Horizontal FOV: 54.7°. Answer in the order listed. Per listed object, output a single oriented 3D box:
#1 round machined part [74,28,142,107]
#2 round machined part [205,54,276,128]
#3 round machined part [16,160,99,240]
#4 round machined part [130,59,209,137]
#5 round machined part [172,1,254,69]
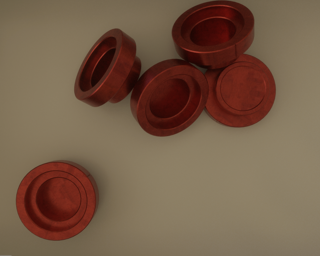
[{"bbox_3d":[-0.061,-0.069,0.384,0.042,0.098,0.098,29,90,-36],"label":"round machined part"},{"bbox_3d":[0.103,-0.049,0.404,0.099,0.042,0.097,0,90,-1],"label":"round machined part"},{"bbox_3d":[-0.128,0.090,0.401,0.099,0.042,0.097,0,90,-1],"label":"round machined part"},{"bbox_3d":[0.008,-0.041,0.386,0.099,0.042,0.097,-17,131,-21],"label":"round machined part"},{"bbox_3d":[0.067,-0.112,0.388,0.098,0.042,0.098,-8,53,11],"label":"round machined part"}]
